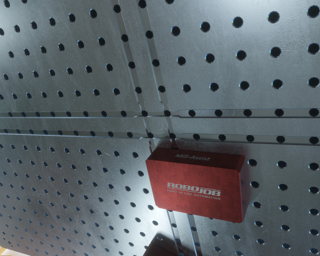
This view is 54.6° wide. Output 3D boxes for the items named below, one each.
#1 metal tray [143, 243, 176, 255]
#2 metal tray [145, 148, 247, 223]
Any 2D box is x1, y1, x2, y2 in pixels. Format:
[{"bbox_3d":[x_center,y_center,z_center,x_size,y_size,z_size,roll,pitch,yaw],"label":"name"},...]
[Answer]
[{"bbox_3d":[0.025,0.275,0.565,0.130,0.030,0.089,24,127,13],"label":"metal tray"},{"bbox_3d":[0.051,0.078,0.430,0.130,0.030,0.090,4,120,26],"label":"metal tray"}]
